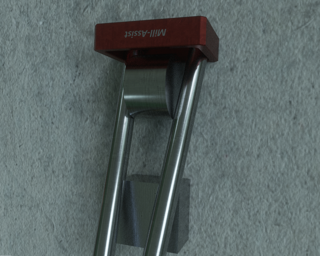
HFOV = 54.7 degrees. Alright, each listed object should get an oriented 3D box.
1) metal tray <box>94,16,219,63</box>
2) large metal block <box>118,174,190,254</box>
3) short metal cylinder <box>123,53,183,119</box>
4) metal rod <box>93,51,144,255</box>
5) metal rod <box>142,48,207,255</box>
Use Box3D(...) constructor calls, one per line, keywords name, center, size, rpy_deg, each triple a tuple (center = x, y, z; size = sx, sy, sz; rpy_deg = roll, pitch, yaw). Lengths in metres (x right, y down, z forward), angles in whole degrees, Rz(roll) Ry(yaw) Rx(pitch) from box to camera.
Box3D(name="metal tray", center=(-0.001, -0.102, 0.375), size=(0.130, 0.090, 0.030), rpy_deg=(3, 91, 19))
Box3D(name="large metal block", center=(-0.008, 0.105, 0.396), size=(0.080, 0.050, 0.079), rpy_deg=(2, 91, 19))
Box3D(name="short metal cylinder", center=(-0.005, -0.050, 0.382), size=(0.050, 0.080, 0.079), rpy_deg=(2, 91, 19))
Box3D(name="metal rod", center=(-0.051, 0.042, 0.379), size=(0.025, 0.025, 0.299), rpy_deg=(2, 76, 19))
Box3D(name="metal rod", center=(0.015, 0.046, 0.355), size=(0.025, 0.025, 0.299), rpy_deg=(9, 78, 19))
